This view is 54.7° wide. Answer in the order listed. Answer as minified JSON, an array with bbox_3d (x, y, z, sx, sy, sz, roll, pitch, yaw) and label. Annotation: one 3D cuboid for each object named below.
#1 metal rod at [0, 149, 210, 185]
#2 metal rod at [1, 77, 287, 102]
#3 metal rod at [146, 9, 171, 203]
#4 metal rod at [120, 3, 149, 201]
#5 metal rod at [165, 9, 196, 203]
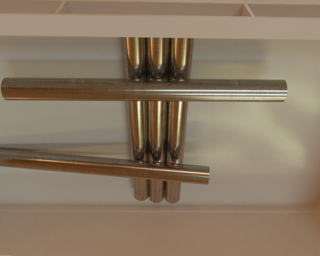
[{"bbox_3d":[-0.085,0.053,0.428,0.302,0.025,0.025,4,130,5],"label":"metal rod"},{"bbox_3d":[-0.016,-0.042,0.339,0.302,0.025,0.025,0,130,-1],"label":"metal rod"},{"bbox_3d":[-0.004,-0.002,0.406,0.025,0.025,0.298,0,130,-1],"label":"metal rod"},{"bbox_3d":[-0.028,-0.006,0.403,0.025,0.025,0.298,0,130,-1],"label":"metal rod"},{"bbox_3d":[0.022,-0.001,0.406,0.025,0.025,0.298,0,130,-1],"label":"metal rod"}]
